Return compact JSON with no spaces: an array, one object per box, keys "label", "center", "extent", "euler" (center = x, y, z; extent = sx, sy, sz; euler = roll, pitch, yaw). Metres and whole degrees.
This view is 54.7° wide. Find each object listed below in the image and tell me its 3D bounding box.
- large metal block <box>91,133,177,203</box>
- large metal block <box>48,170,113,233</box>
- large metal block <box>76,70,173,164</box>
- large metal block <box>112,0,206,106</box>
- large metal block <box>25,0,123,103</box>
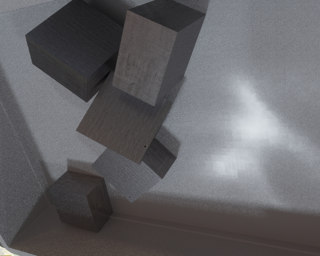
[{"label":"large metal block","center":[-0.038,0.048,0.442],"extent":[0.080,0.050,0.080],"euler":[44,129,-2]},{"label":"large metal block","center":[-0.137,0.127,0.544],"extent":[0.080,0.050,0.079],"euler":[6,121,25]},{"label":"large metal block","center":[-0.041,-0.010,0.375],"extent":[0.080,0.080,0.050],"euler":[28,171,2]},{"label":"large metal block","center":[-0.001,-0.082,0.323],"extent":[0.050,0.080,0.079],"euler":[28,128,11]},{"label":"large metal block","center":[-0.089,-0.090,0.356],"extent":[0.080,0.080,0.050],"euler":[36,152,4]}]
